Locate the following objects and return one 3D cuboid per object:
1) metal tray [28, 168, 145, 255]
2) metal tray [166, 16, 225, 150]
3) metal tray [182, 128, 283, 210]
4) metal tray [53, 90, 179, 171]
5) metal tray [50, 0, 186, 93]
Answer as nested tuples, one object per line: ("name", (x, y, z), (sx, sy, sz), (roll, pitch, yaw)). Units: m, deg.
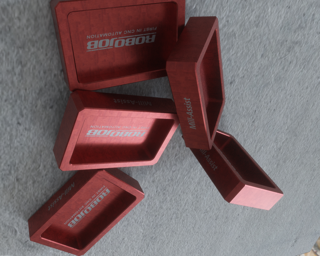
("metal tray", (-0.097, 0.108, 0.414), (0.130, 0.030, 0.090), (-44, 130, 5))
("metal tray", (0.047, -0.048, 0.355), (0.129, 0.030, 0.090), (72, 33, -46))
("metal tray", (0.095, 0.048, 0.420), (0.091, 0.130, 0.030), (19, 116, -36))
("metal tray", (-0.047, 0.006, 0.361), (0.131, 0.030, 0.089), (1, 131, -36))
("metal tray", (-0.038, -0.093, 0.325), (0.131, 0.030, 0.089), (-15, 125, -21))
